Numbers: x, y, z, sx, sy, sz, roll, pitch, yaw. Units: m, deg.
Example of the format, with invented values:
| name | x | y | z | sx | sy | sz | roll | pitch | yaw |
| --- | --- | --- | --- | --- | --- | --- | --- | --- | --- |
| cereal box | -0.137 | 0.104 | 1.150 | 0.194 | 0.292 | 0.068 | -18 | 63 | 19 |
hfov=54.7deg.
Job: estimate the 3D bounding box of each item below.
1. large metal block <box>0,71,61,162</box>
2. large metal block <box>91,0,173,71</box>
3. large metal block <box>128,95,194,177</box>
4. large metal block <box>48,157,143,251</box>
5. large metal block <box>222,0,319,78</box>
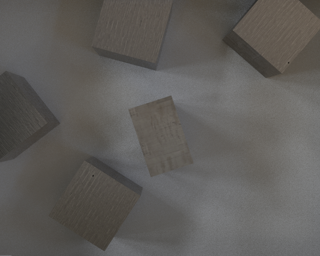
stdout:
| name | x | y | z | sx | sy | sz | roll | pitch | yaw |
| --- | --- | --- | --- | --- | --- | --- | --- | --- | --- |
| large metal block | -0.192 | -0.013 | 0.396 | 0.080 | 0.050 | 0.080 | -38 | 91 | 0 |
| large metal block | -0.034 | -0.127 | 0.398 | 0.080 | 0.050 | 0.080 | 15 | 90 | -1 |
| large metal block | 0.001 | 0.009 | 0.384 | 0.050 | 0.080 | 0.080 | -18 | 90 | 0 |
| large metal block | -0.079 | 0.094 | 0.398 | 0.080 | 0.050 | 0.080 | 33 | 90 | -1 |
| large metal block | 0.142 | -0.123 | 0.398 | 0.080 | 0.050 | 0.080 | 40 | 90 | -4 |
